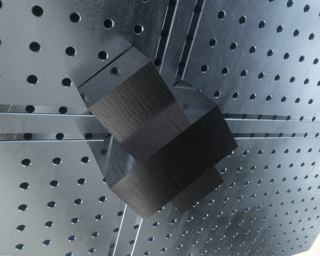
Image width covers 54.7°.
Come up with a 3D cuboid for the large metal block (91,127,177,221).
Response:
[{"bbox_3d":[-0.034,0.057,0.394,0.050,0.080,0.080,-38,130,-3],"label":"large metal block"}]

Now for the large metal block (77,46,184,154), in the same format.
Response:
[{"bbox_3d":[-0.032,-0.031,0.356,0.080,0.050,0.080,-38,130,-2],"label":"large metal block"}]

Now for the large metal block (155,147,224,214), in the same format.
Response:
[{"bbox_3d":[0.037,0.068,0.460,0.080,0.050,0.080,-37,130,-3],"label":"large metal block"}]

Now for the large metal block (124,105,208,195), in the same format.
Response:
[{"bbox_3d":[0.006,0.026,0.397,0.050,0.080,0.080,-38,130,-3],"label":"large metal block"}]

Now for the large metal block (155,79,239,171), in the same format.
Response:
[{"bbox_3d":[0.046,-0.005,0.400,0.050,0.080,0.080,-38,130,-3],"label":"large metal block"}]
